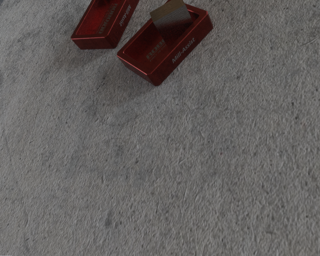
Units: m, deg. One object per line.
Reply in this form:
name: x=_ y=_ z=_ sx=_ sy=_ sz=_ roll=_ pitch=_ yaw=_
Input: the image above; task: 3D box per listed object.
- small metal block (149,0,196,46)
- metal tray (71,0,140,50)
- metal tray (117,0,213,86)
small metal block: x=0.020 y=-0.157 z=0.457 sx=0.050 sy=0.050 sz=0.025 roll=-26 pitch=53 yaw=12
metal tray: x=-0.101 y=-0.208 z=0.580 sx=0.090 sy=0.030 sz=0.130 roll=7 pitch=65 yaw=31
metal tray: x=0.006 y=-0.135 z=0.480 sx=0.130 sy=0.030 sz=0.090 roll=-47 pitch=51 yaw=-5
